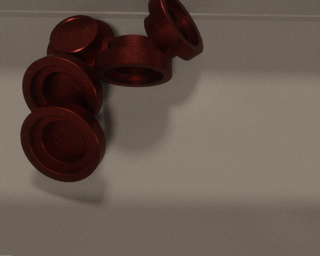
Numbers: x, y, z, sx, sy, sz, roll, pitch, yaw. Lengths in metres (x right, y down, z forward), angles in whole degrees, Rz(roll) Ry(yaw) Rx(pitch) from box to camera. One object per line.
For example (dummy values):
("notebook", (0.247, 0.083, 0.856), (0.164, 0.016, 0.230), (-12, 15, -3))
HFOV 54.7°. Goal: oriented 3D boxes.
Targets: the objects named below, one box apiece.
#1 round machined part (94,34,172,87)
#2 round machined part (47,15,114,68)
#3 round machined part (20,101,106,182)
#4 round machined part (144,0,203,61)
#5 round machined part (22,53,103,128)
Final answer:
("round machined part", (-0.034, -0.086, 0.399), (0.099, 0.098, 0.042), (0, 82, 0))
("round machined part", (-0.112, -0.118, 0.432), (0.098, 0.042, 0.098), (-4, 62, 9))
("round machined part", (-0.112, 0.013, 0.377), (0.098, 0.042, 0.097), (4, 113, 10))
("round machined part", (0.015, -0.136, 0.432), (0.042, 0.099, 0.098), (-28, 68, 30))
("round machined part", (-0.120, -0.048, 0.398), (0.098, 0.097, 0.042), (15, 27, 5))
